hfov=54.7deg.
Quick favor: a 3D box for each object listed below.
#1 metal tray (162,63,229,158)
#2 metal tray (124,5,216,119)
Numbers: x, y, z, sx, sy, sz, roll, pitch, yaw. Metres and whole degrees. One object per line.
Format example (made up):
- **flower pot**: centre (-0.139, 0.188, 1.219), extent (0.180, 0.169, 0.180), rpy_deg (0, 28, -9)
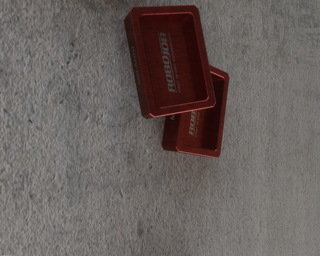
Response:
- **metal tray**: centre (0.054, -0.026, 0.445), extent (0.091, 0.030, 0.129), rpy_deg (13, 82, -39)
- **metal tray**: centre (0.013, -0.082, 0.385), extent (0.091, 0.030, 0.129), rpy_deg (-11, 91, -22)
